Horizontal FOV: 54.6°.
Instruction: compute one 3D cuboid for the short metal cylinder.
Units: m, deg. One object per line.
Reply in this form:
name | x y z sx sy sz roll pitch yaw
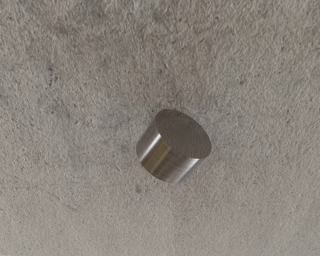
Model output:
short metal cylinder | 0.017 0.022 0.390 0.080 0.080 0.050 23 127 -19
